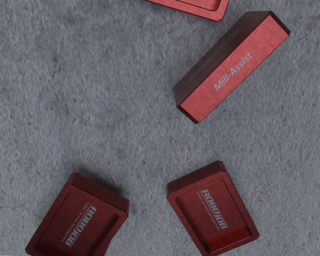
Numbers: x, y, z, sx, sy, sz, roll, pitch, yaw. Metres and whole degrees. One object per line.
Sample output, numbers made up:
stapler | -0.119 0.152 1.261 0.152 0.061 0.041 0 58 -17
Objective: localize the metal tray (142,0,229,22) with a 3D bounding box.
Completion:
metal tray | 0.019 -0.179 0.341 0.131 0.030 0.089 14 109 -6

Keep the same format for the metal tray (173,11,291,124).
metal tray | 0.072 -0.071 0.349 0.030 0.090 0.130 41 105 -14

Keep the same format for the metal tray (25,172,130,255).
metal tray | -0.112 0.134 0.422 0.090 0.030 0.129 31 107 -11

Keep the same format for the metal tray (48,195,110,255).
metal tray | -0.126 0.172 0.468 0.091 0.030 0.129 21 109 -8

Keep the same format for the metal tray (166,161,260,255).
metal tray | 0.077 0.122 0.453 0.090 0.030 0.130 -27 108 9
